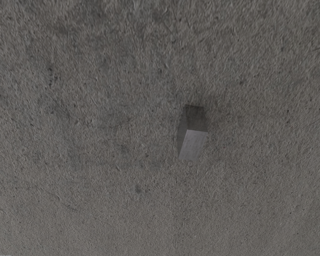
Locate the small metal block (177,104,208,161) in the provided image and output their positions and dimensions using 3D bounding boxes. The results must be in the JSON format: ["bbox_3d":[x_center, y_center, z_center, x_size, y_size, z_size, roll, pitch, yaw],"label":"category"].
[{"bbox_3d":[0.040,0.006,0.396,0.025,0.050,0.050,8,130,-7],"label":"small metal block"}]
